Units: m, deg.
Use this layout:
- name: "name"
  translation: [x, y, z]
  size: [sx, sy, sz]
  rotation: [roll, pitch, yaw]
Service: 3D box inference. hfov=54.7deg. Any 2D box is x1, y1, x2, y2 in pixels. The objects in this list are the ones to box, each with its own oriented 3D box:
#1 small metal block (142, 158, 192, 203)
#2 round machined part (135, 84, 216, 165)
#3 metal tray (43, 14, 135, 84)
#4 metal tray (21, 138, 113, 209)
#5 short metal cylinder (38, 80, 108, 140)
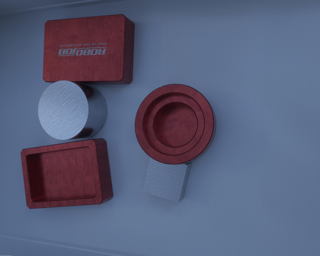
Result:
- name: "small metal block"
  translation: [0.010, 0.064, 0.406]
  size: [0.050, 0.025, 0.050]
  rotation: [14, 95, 19]
- name: "round machined part"
  translation: [0.022, -0.003, 0.389]
  size: [0.098, 0.042, 0.097]
  rotation: [-2, 83, 17]
- name: "metal tray"
  translation: [-0.103, -0.109, 0.443]
  size: [0.130, 0.030, 0.089]
  rotation: [3, 91, 19]
- name: "metal tray"
  translation: [-0.138, 0.067, 0.454]
  size: [0.130, 0.030, 0.089]
  rotation: [-9, 87, 19]
- name: "short metal cylinder"
  translation: [-0.122, -0.024, 0.439]
  size: [0.080, 0.050, 0.079]
  rotation: [0, 90, 19]
